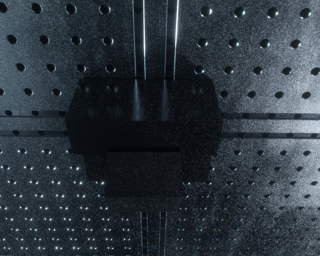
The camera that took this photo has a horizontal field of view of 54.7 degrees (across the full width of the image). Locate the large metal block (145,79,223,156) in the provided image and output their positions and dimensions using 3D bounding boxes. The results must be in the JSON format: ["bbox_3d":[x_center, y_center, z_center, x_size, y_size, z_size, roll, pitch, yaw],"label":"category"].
[{"bbox_3d":[0.024,-0.014,0.363,0.081,0.080,0.050,1,130,-1],"label":"large metal block"}]

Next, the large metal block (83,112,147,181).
[{"bbox_3d":[-0.057,0.026,0.414,0.081,0.050,0.079,1,130,-1],"label":"large metal block"}]

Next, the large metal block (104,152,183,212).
[{"bbox_3d":[-0.017,0.066,0.363,0.081,0.050,0.080,0,154,-1],"label":"large metal block"}]

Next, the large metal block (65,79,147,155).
[{"bbox_3d":[-0.057,-0.015,0.361,0.081,0.080,0.050,1,130,-1],"label":"large metal block"}]

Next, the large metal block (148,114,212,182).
[{"bbox_3d":[0.024,0.027,0.416,0.081,0.050,0.079,1,130,-1],"label":"large metal block"}]
